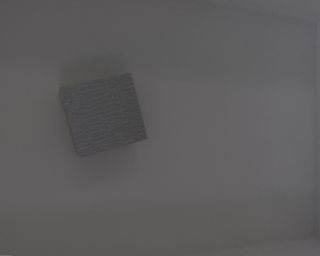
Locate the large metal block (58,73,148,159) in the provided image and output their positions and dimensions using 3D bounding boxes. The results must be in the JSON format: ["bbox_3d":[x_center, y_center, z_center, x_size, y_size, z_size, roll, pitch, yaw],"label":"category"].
[{"bbox_3d":[-0.069,-0.015,0.372,0.081,0.050,0.080,-16,96,-19],"label":"large metal block"}]
